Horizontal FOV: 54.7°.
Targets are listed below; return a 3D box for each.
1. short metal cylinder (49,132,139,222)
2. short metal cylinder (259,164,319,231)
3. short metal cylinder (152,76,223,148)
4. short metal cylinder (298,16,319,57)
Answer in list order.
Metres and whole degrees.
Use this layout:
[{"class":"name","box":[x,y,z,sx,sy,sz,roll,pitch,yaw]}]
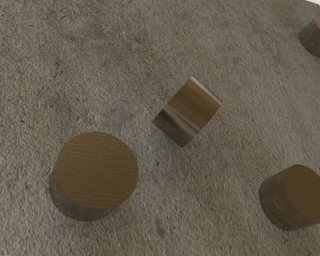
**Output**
[{"class":"short metal cylinder","box":[-0.069,0.051,0.320,0.081,0.050,0.080,14,56,-21]},{"class":"short metal cylinder","box":[0.187,0.097,0.429,0.081,0.050,0.080,14,56,-21]},{"class":"short metal cylinder","box":[0.035,-0.021,0.400,0.050,0.080,0.080,41,51,0]},{"class":"short metal cylinder","box":[0.370,-0.211,0.715,0.081,0.050,0.080,14,56,-21]}]
